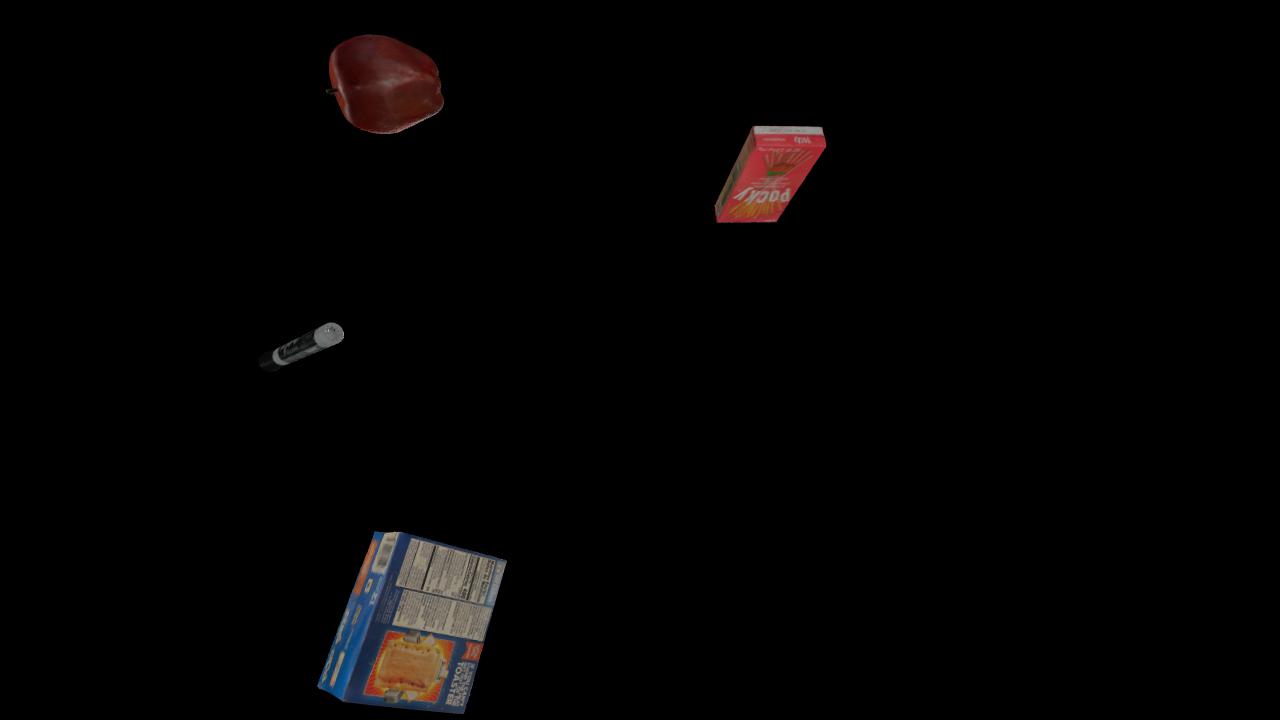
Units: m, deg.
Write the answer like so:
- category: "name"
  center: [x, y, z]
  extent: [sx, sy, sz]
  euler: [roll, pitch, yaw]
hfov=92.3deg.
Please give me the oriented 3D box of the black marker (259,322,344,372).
- category: "black marker"
  center: [-0.306, -0.010, 0.550]
  extent: [0.121, 0.020, 0.020]
  euler: [-15, -9, 34]

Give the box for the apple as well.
- category: "apple"
  center: [-0.221, -0.237, 0.531]
  extent: [0.093, 0.079, 0.079]
  euler: [-14, 6, -22]

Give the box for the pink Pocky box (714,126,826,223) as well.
- category: "pink Pocky box"
  center: [0.150, -0.215, 0.732]
  extent: [0.084, 0.029, 0.155]
  euler: [-3, -19, -11]

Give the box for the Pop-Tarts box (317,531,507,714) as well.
- category: "Pop-Tarts box"
  center: [-0.251, 0.294, 0.695]
  extent: [0.141, 0.167, 0.083]
  euler: [30, -29, -35]
